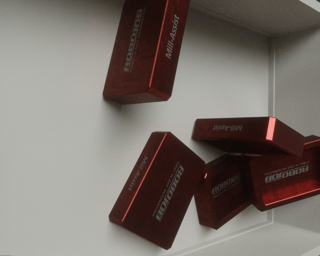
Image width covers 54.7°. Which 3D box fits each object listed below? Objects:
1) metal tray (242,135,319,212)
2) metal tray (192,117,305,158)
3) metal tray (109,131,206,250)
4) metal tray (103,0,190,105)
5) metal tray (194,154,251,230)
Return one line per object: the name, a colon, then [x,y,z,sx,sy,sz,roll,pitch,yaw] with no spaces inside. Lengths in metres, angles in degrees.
metal tray: [0.205,0.071,0.495,0.131,0.030,0.089,-15,101,-6]
metal tray: [0.123,0.014,0.444,0.090,0.130,0.030,23,76,-38]
metal tray: [0.002,0.080,0.407,0.090,0.030,0.130,41,65,-33]
metal tray: [-0.016,-0.094,0.351,0.030,0.090,0.129,19,78,-39]
metal tray: [0.111,0.092,0.498,0.131,0.030,0.089,-20,103,-39]
